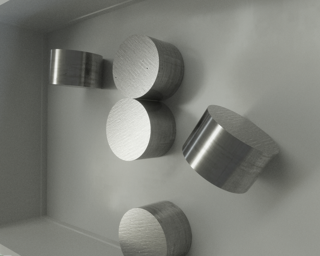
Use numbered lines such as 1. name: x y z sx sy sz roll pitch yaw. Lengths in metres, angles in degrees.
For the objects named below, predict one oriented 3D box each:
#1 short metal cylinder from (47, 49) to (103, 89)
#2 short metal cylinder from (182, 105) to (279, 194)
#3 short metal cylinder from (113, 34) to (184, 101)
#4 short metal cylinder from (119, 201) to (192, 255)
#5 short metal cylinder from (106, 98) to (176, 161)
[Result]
1. short metal cylinder: -0.130 -0.089 0.478 0.080 0.081 0.050 8 96 40
2. short metal cylinder: 0.070 0.020 0.313 0.080 0.081 0.050 44 117 31
3. short metal cylinder: -0.016 -0.077 0.404 0.080 0.050 0.080 0 90 40
4. short metal cylinder: -0.007 0.138 0.396 0.080 0.050 0.080 0 90 40
5. short metal cylinder: -0.026 0.002 0.412 0.080 0.050 0.080 0 90 40
